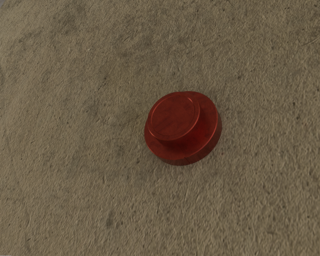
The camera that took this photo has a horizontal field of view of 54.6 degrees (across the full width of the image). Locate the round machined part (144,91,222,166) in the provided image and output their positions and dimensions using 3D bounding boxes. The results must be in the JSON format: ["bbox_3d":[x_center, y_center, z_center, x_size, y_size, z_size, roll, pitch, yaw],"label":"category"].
[{"bbox_3d":[0.023,-0.006,0.385,0.098,0.042,0.098,-13,56,21],"label":"round machined part"}]
